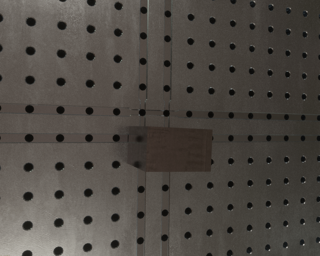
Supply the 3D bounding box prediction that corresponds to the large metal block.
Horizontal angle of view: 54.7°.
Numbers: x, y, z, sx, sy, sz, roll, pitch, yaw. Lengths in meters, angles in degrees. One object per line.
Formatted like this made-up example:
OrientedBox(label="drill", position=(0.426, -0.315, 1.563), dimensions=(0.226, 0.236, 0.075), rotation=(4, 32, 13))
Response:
OrientedBox(label="large metal block", position=(0.009, 0.024, 0.388), dimensions=(0.081, 0.080, 0.050), rotation=(3, 89, -20))
